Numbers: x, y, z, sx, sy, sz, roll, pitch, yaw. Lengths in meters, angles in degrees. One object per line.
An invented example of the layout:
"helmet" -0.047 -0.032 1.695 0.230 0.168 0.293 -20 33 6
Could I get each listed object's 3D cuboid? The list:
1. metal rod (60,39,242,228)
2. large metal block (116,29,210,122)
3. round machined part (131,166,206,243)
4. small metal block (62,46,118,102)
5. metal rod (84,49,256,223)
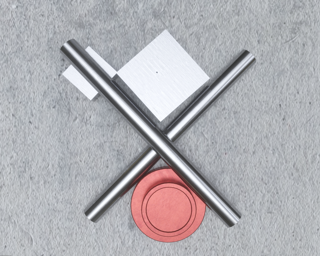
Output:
"metal rod" -0.011 0.007 0.385 0.025 0.025 0.300 -44 91 0
"large metal block" 0.004 -0.064 0.400 0.080 0.050 0.080 -42 91 0
"round machined part" 0.011 0.101 0.402 0.099 0.042 0.097 0 90 -1
"small metal block" -0.090 -0.071 0.411 0.050 0.025 0.050 43 90 -1
"metal rod" 0.014 0.010 0.413 0.025 0.025 0.300 45 89 -1
